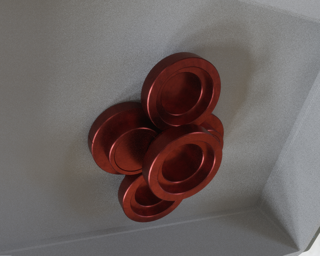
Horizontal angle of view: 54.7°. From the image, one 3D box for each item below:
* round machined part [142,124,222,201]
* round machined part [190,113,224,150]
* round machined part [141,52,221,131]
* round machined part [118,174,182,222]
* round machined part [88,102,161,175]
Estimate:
[{"bbox_3d":[0.023,0.037,0.378,0.099,0.042,0.097,-14,125,-21],"label":"round machined part"},{"bbox_3d":[0.050,0.023,0.438,0.099,0.042,0.097,-14,125,-21],"label":"round machined part"},{"bbox_3d":[0.022,-0.046,0.380,0.099,0.042,0.097,-14,125,-21],"label":"round machined part"},{"bbox_3d":[-0.013,0.083,0.441,0.099,0.042,0.097,-14,125,-21],"label":"round machined part"},{"bbox_3d":[-0.037,0.020,0.389,0.099,0.042,0.097,-14,125,-21],"label":"round machined part"}]
